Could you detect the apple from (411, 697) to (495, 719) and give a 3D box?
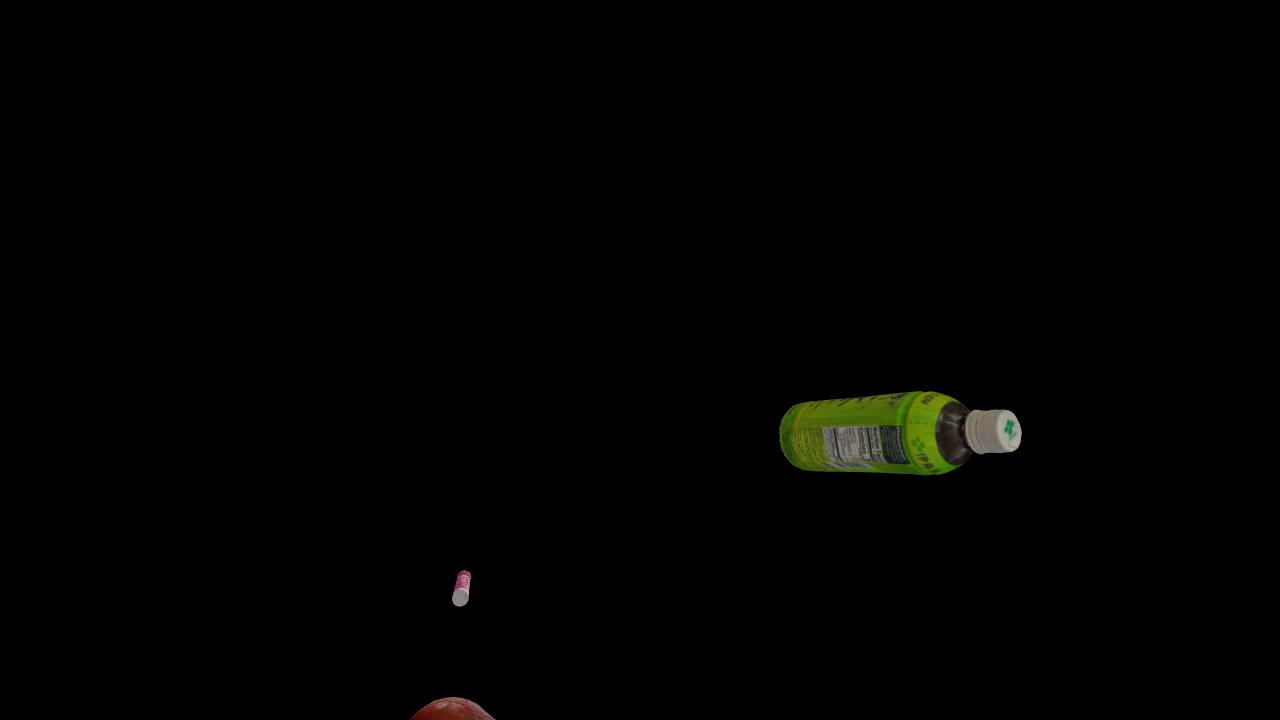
[{"bbox_3d":[-0.138,0.291,0.447,0.093,0.079,0.079,-1,-1,31],"label":"apple"}]

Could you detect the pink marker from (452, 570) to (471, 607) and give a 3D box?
[{"bbox_3d":[-0.223,0.285,0.773,0.020,0.020,0.121,0,-8,-14],"label":"pink marker"}]

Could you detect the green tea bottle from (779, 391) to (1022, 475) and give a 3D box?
[{"bbox_3d":[0.214,0.065,0.530,0.073,0.073,0.212,0,-5,-28],"label":"green tea bottle"}]
